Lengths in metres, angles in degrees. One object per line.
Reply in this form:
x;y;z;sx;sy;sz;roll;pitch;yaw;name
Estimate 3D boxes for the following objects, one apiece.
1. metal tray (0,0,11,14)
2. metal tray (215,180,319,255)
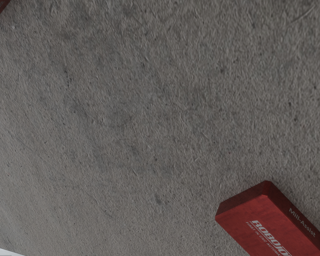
-0.250;-0.196;0.413;0.130;0.030;0.090;-24;106;36;metal tray
0.150;0.139;0.411;0.130;0.030;0.090;46;129;-4;metal tray
